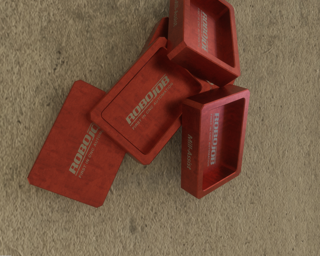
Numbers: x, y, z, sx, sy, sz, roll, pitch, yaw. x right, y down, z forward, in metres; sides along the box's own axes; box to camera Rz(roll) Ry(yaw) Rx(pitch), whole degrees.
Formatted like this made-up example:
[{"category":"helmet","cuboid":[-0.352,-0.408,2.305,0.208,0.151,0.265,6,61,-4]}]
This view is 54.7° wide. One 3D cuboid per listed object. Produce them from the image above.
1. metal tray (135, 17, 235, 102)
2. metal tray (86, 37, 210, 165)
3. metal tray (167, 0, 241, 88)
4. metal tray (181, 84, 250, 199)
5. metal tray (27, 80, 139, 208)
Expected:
[{"category":"metal tray","cuboid":[0.036,-0.076,0.422,0.131,0.030,0.090,28,81,-18]},{"category":"metal tray","cuboid":[-0.011,-0.032,0.372,0.090,0.030,0.130,43,76,-15]},{"category":"metal tray","cuboid":[0.056,-0.125,0.393,0.091,0.030,0.130,22,55,-29]},{"category":"metal tray","cuboid":[0.070,0.017,0.398,0.091,0.030,0.129,-21,122,-35]},{"category":"metal tray","cuboid":[-0.088,0.019,0.375,0.090,0.030,0.130,26,81,-19]}]
